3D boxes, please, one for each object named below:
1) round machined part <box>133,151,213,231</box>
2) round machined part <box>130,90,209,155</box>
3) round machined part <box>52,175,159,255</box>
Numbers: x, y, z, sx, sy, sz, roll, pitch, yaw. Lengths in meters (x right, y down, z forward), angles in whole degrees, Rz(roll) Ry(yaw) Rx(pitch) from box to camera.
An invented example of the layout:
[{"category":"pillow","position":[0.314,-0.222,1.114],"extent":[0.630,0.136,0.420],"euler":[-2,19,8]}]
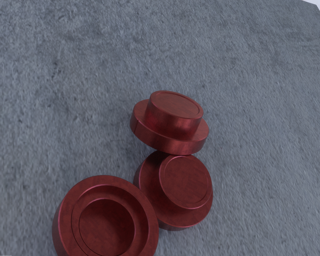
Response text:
[{"category":"round machined part","position":[0.021,0.067,0.365],"extent":[0.099,0.042,0.098],"euler":[14,56,-21]},{"category":"round machined part","position":[0.015,-0.013,0.385],"extent":[0.099,0.042,0.098],"euler":[14,30,-8]},{"category":"round machined part","position":[-0.054,0.098,0.298],"extent":[0.099,0.042,0.098],"euler":[21,44,-22]}]
